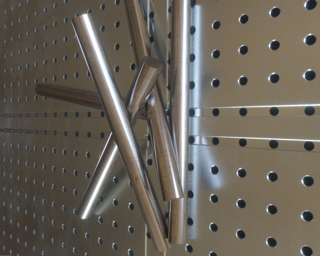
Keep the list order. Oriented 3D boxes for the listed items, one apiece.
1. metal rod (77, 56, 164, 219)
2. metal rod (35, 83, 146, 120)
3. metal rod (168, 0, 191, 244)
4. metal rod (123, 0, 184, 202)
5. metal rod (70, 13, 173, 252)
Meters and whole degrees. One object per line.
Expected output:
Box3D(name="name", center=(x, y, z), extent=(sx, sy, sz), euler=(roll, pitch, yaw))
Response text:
Box3D(name="metal rod", center=(-0.067, 0.034, 0.431), extent=(0.025, 0.025, 0.298), euler=(51, 130, 28))
Box3D(name="metal rod", center=(-0.117, -0.047, 0.507), extent=(0.300, 0.025, 0.025), euler=(14, 99, 39))
Box3D(name="metal rod", center=(0.025, -0.007, 0.389), extent=(0.025, 0.025, 0.298), euler=(1, 91, 40))
Box3D(name="metal rod", center=(-0.013, -0.058, 0.400), extent=(0.025, 0.025, 0.299), euler=(-26, 68, 37))
Box3D(name="metal rod", center=(-0.040, 0.017, 0.373), extent=(0.025, 0.025, 0.299), euler=(-7, 108, 40))
